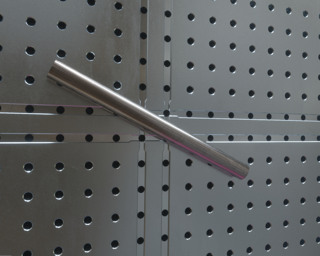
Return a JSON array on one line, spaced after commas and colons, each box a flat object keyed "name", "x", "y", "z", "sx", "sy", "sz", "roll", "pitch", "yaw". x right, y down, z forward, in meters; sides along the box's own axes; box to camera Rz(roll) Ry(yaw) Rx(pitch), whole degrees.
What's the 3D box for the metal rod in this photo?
[{"name": "metal rod", "x": -0.002, "y": -0.003, "z": 0.413, "sx": 0.301, "sy": 0.025, "sz": 0.025, "roll": 28, "pitch": 81, "yaw": -18}]
